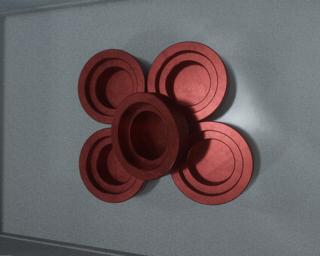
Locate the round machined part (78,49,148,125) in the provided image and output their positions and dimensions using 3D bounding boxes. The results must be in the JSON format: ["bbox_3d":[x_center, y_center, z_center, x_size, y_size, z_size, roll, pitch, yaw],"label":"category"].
[{"bbox_3d":[-0.057,-0.053,0.419,0.098,0.042,0.097,0,90,19],"label":"round machined part"}]

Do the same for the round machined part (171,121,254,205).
[{"bbox_3d":[0.064,0.040,0.377,0.098,0.042,0.097,0,90,19],"label":"round machined part"}]

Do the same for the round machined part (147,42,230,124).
[{"bbox_3d":[0.037,-0.054,0.386,0.098,0.042,0.097,0,90,19],"label":"round machined part"}]

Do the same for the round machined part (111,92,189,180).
[{"bbox_3d":[-0.007,0.008,0.356,0.098,0.042,0.097,5,98,37],"label":"round machined part"}]

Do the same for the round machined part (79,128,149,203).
[{"bbox_3d":[-0.056,0.048,0.418,0.098,0.042,0.097,0,90,19],"label":"round machined part"}]
